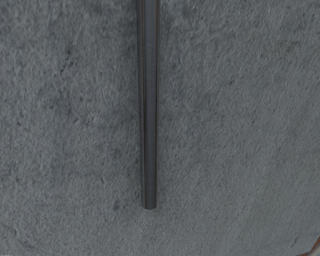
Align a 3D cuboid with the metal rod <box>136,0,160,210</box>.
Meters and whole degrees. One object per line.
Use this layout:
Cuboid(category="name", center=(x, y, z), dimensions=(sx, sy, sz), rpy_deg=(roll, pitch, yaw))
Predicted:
Cuboid(category="metal rod", center=(-0.014, -0.012, 0.393), dimensions=(0.025, 0.025, 0.298), rpy_deg=(-13, 124, -22))
